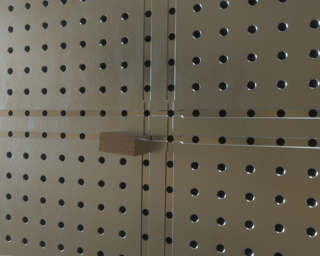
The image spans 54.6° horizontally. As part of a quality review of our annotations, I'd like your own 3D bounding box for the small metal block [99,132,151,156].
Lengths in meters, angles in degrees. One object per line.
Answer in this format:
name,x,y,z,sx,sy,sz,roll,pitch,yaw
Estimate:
small metal block,-0.046,0.020,0.416,0.050,0.050,0.025,7,92,20
